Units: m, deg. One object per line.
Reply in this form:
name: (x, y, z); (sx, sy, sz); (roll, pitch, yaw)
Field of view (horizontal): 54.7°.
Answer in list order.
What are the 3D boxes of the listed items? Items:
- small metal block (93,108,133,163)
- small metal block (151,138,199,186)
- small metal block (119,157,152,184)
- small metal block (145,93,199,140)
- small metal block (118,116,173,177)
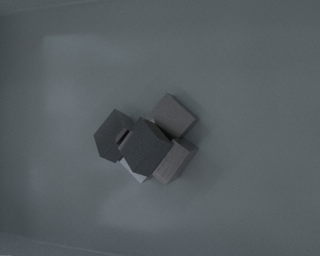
small metal block: (-0.060, 0.010, 0.416); (0.050, 0.025, 0.050); (-49, 37, 13)
small metal block: (0.019, 0.040, 0.388); (0.025, 0.050, 0.050); (37, 102, 16)
small metal block: (-0.022, 0.037, 0.416); (0.050, 0.025, 0.050); (44, 103, 14)
small metal block: (0.014, -0.010, 0.403); (0.050, 0.025, 0.050); (44, 103, 14)
small metal block: (-0.019, 0.022, 0.375); (0.050, 0.025, 0.050); (-54, 41, 12)
